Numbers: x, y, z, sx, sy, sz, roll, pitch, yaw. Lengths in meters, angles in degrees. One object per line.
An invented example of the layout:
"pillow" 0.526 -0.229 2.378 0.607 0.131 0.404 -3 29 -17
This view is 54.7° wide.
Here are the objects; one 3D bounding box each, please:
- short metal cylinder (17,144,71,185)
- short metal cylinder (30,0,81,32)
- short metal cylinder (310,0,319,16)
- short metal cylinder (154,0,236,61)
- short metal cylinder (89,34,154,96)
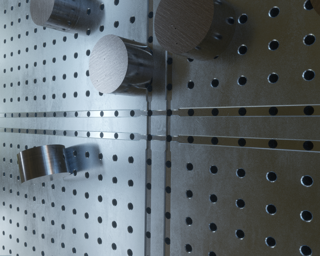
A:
"short metal cylinder" -0.202 0.064 0.541 0.080 0.081 0.050 -25 75 37
"short metal cylinder" -0.185 -0.215 0.546 0.080 0.050 0.079 0 90 40
"short metal cylinder" 0.171 -0.116 0.252 0.080 0.050 0.079 0 90 40
"short metal cylinder" 0.040 -0.122 0.360 0.080 0.050 0.079 0 90 40
"short metal cylinder" -0.055 -0.087 0.439 0.080 0.050 0.079 0 90 40
